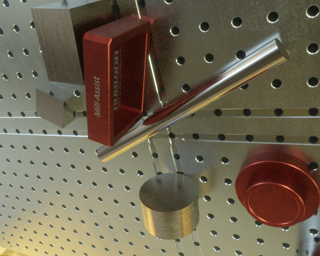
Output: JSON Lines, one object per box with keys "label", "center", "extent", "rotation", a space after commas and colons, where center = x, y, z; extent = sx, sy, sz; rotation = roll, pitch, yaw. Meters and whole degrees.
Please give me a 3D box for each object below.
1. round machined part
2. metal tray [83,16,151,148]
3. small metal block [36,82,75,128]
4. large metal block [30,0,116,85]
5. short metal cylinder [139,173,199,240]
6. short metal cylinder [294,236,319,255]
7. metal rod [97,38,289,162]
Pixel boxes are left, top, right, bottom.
{"label": "round machined part", "center": [0.140, 0.081, 0.376], "extent": [0.098, 0.042, 0.097], "rotation": [13, 124, 21]}
{"label": "metal tray", "center": [-0.047, -0.054, 0.360], "extent": [0.030, 0.090, 0.129], "rotation": [18, 126, 18]}
{"label": "small metal block", "center": [-0.161, -0.035, 0.475], "extent": [0.050, 0.025, 0.050], "rotation": [25, 127, 12]}
{"label": "large metal block", "center": [-0.091, -0.104, 0.360], "extent": [0.050, 0.080, 0.079], "rotation": [10, 123, 23]}
{"label": "short metal cylinder", "center": [0.014, 0.108, 0.435], "extent": [0.080, 0.080, 0.050], "rotation": [8, 122, 24]}
{"label": "short metal cylinder", "center": [0.214, 0.187, 0.398], "extent": [0.080, 0.050, 0.079], "rotation": [13, 124, 21]}
{"label": "metal rod", "center": [0.016, -0.018, 0.391], "extent": [0.299, 0.025, 0.025], "rotation": [-30, 102, 37]}
